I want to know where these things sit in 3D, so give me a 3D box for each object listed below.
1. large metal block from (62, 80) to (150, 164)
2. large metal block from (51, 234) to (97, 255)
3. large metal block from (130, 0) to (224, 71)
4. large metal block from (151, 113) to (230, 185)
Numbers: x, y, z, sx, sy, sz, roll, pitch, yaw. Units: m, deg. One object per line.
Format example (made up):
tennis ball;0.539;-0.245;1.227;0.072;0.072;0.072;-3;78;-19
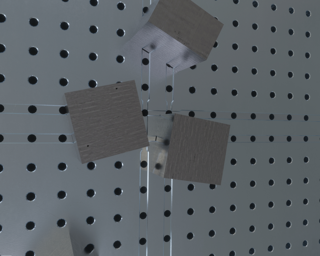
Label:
large metal block;-0.066;-0.008;0.375;0.081;0.050;0.080;-14;95;-20
large metal block;-0.108;0.178;0.344;0.050;0.080;0.080;45;76;-15
large metal block;0.018;-0.120;0.390;0.080;0.080;0.050;29;81;-18
large metal block;0.040;0.028;0.414;0.081;0.050;0.080;11;86;-20
